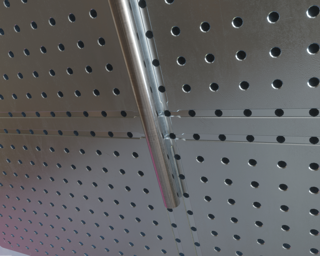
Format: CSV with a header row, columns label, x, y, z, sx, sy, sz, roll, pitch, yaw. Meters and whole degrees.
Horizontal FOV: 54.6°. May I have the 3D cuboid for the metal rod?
label,x,y,z,sx,sy,sz,roll,pitch,yaw
metal rod,-0.014,-0.016,0.410,0.025,0.025,0.298,0,119,28
